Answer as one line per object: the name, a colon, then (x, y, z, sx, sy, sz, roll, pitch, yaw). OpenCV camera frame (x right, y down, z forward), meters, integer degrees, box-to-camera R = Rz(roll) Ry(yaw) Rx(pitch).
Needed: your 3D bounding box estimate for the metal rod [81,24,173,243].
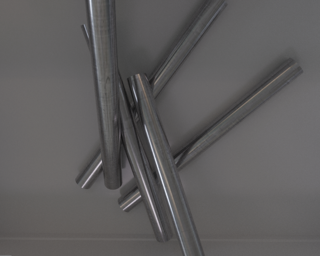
metal rod: (-0.034, 0.019, 0.389, 0.025, 0.025, 0.298, -15, 110, 5)

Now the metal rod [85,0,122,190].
metal rod: (-0.056, -0.032, 0.327, 0.025, 0.025, 0.298, 3, 134, -1)

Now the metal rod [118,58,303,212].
metal rod: (0.058, 0.017, 0.417, 0.300, 0.025, 0.025, -41, 105, 13)

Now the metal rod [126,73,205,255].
metal rod: (0.018, 0.081, 0.366, 0.025, 0.025, 0.299, -18, 89, 6)

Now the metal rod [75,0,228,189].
metal rod: (-0.020, -0.036, 0.397, 0.025, 0.025, 0.299, 34, 106, -12)
